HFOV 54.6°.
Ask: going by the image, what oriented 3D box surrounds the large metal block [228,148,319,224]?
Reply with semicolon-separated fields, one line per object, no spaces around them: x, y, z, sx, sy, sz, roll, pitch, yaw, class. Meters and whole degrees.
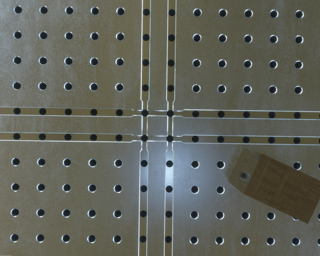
0.140;0.068;0.387;0.080;0.080;0.050;25;90;0;large metal block
